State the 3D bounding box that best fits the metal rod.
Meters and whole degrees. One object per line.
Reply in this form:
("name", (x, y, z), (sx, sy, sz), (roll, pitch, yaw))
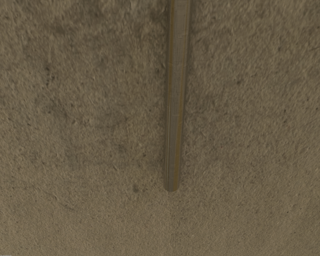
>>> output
("metal rod", (0.019, -0.024, 0.387), (0.025, 0.025, 0.298), (0, 130, -1))
